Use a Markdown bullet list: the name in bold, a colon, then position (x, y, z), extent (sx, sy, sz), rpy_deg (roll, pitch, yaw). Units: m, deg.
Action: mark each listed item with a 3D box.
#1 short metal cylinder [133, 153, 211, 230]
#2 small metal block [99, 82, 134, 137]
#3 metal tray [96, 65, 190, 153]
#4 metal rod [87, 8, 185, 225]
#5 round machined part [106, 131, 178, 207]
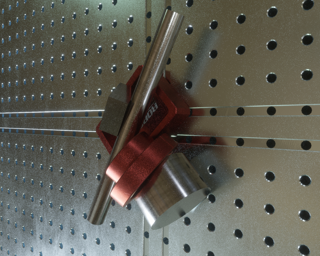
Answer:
- **short metal cylinder**: position (0.011, 0.074, 0.361), extent (0.080, 0.081, 0.050), rpy_deg (-51, 61, 28)
- **small metal block**: position (-0.054, -0.025, 0.407), extent (0.025, 0.050, 0.050), rpy_deg (22, 119, -1)
- **metal tray**: position (-0.029, -0.009, 0.427), extent (0.129, 0.030, 0.090), rpy_deg (-50, 61, 28)
- **metal rod**: position (-0.038, -0.001, 0.399), extent (0.025, 0.025, 0.298), rpy_deg (35, 111, 34)
- **round machined part**: position (-0.025, 0.042, 0.367), extent (0.042, 0.098, 0.097), rpy_deg (41, 116, 8)
